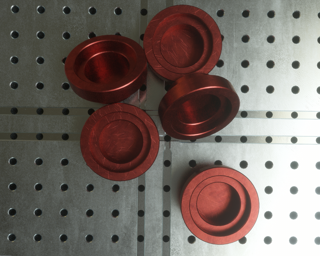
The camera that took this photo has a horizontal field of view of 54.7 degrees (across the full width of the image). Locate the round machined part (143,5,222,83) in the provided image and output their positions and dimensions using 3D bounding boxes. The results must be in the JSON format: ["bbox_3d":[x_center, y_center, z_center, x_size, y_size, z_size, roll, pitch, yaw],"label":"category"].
[{"bbox_3d":[0.028,-0.105,0.405,0.099,0.042,0.097,0,90,-1],"label":"round machined part"}]

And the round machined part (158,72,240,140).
[{"bbox_3d":[0.046,-0.031,0.387,0.099,0.098,0.042,-16,54,0],"label":"round machined part"}]

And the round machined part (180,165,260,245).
[{"bbox_3d":[0.075,0.097,0.406,0.099,0.042,0.097,0,90,-1],"label":"round machined part"}]

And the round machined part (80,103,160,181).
[{"bbox_3d":[-0.050,0.017,0.404,0.099,0.042,0.097,0,91,-1],"label":"round machined part"}]

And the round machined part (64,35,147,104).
[{"bbox_3d":[-0.065,-0.069,0.389,0.099,0.042,0.098,-1,56,2],"label":"round machined part"}]
